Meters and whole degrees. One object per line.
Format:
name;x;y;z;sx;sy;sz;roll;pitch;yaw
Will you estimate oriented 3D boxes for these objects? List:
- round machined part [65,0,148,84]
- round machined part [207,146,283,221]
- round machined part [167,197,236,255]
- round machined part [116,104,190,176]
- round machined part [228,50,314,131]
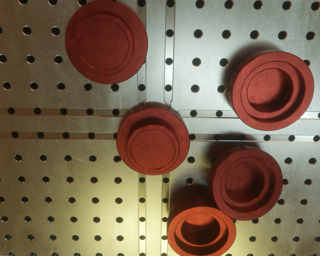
round machined part;-0.063;-0.099;0.367;0.099;0.042;0.097;0;110;-1
round machined part;0.112;0.072;0.424;0.099;0.042;0.097;-1;97;-10
round machined part;0.059;0.143;0.457;0.099;0.042;0.097;0;112;1
round machined part;-0.009;0.021;0.412;0.099;0.042;0.097;0;110;-1
round machined part;0.134;-0.049;0.388;0.099;0.042;0.097;0;110;-1
